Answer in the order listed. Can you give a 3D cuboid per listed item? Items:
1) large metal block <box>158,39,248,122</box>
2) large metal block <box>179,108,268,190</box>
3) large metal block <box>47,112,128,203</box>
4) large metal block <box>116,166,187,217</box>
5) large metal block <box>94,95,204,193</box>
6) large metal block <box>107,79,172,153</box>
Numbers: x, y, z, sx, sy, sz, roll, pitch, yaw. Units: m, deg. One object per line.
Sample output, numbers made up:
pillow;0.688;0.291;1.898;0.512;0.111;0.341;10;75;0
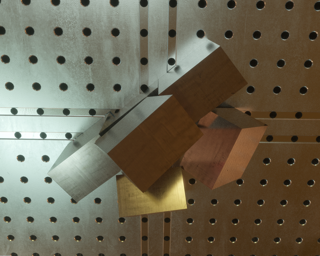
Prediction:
large metal block;0.045;-0.055;0.364;0.080;0.080;0.050;-37;106;12
large metal block;0.080;0.022;0.385;0.050;0.081;0.080;34;113;32
large metal block;-0.084;0.034;0.395;0.080;0.080;0.050;-36;106;12
large metal block;-0.007;0.087;0.408;0.080;0.080;0.050;-8;74;3
large metal block;-0.015;0.012;0.321;0.080;0.080;0.050;-43;106;-12
large metal block;-0.009;-0.003;0.400;0.080;0.050;0.080;-37;106;12
